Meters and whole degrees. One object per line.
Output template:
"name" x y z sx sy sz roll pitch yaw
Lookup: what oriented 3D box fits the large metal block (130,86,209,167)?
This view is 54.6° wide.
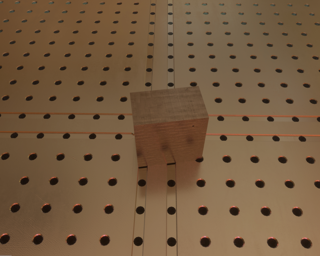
"large metal block" 0.009 0.000 0.372 0.080 0.080 0.050 -6 50 -5
